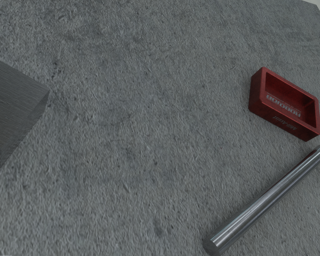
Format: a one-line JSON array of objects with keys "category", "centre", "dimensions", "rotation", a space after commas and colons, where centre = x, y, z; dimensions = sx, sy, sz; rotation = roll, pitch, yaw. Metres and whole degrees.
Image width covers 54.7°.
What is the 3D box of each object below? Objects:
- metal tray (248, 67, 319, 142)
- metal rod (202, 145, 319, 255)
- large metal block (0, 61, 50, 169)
[{"category": "metal tray", "centre": [0.222, -0.042, 0.548], "dimensions": [0.131, 0.030, 0.090], "rotation": [27, 52, -12]}, {"category": "metal rod", "centre": [0.169, 0.089, 0.443], "dimensions": [0.302, 0.025, 0.025], "rotation": [-24, 75, -37]}, {"category": "large metal block", "centre": [-0.171, -0.020, 0.308], "dimensions": [0.080, 0.050, 0.080], "rotation": [30, 52, -9]}]
